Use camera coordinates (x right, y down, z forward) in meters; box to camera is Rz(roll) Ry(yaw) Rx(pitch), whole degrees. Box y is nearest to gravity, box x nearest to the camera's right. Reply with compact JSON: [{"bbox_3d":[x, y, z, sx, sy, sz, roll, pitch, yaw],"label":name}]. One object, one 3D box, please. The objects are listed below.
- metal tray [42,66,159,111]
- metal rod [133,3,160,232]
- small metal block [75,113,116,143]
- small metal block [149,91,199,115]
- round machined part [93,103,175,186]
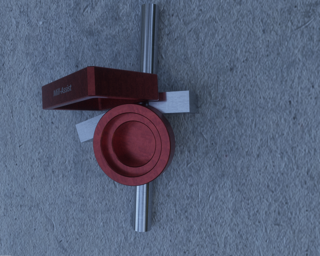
[{"bbox_3d":[-0.076,-0.043,0.377,0.130,0.091,0.030,-5,87,49],"label":"metal tray"},{"bbox_3d":[-0.018,-0.013,0.416,0.025,0.025,0.298,2,91,19],"label":"metal rod"},{"bbox_3d":[-0.077,-0.001,0.423,0.050,0.050,0.025,-20,84,18],"label":"small metal block"},{"bbox_3d":[0.019,-0.030,0.390,0.050,0.050,0.025,-2,90,19],"label":"small metal block"},{"bbox_3d":[-0.028,0.018,0.381,0.098,0.042,0.097,1,94,17],"label":"round machined part"}]
